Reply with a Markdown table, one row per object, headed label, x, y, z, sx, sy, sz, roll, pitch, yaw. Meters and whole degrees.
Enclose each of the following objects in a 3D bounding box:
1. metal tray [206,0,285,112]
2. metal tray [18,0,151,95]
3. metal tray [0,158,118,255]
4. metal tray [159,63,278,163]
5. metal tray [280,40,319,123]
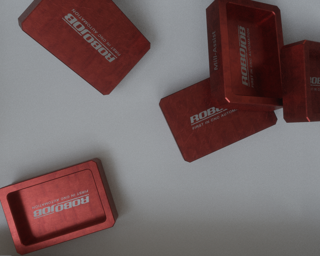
| label | x | y | z | sx | sy | sz | roll | pitch | yaw |
| --- | --- | --- | --- | --- | --- | --- | --- | --- | --- |
| metal tray | 0.105 | -0.088 | 0.374 | 0.091 | 0.030 | 0.129 | 2 | 80 | -22 |
| metal tray | -0.084 | -0.111 | 0.368 | 0.090 | 0.030 | 0.130 | -48 | 131 | 1 |
| metal tray | -0.131 | 0.101 | 0.407 | 0.131 | 0.030 | 0.090 | -17 | 90 | -1 |
| metal tray | 0.075 | -0.021 | 0.410 | 0.131 | 0.030 | 0.090 | -24 | 90 | -1 |
| metal tray | 0.203 | -0.054 | 0.379 | 0.131 | 0.030 | 0.089 | -3 | 90 | -32 |
